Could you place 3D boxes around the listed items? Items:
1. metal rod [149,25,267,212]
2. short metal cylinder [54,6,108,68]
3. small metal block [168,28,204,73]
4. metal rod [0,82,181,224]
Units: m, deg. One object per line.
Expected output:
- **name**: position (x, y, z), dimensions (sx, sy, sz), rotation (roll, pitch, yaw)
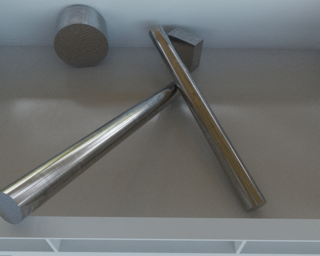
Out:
- **metal rod**: position (0.049, -0.032, 0.409), dimensions (0.025, 0.025, 0.299), rotation (-17, 59, -14)
- **short metal cylinder**: position (-0.123, -0.142, 0.487), dimensions (0.081, 0.080, 0.050), rotation (-7, 51, -6)
- **small metal block**: position (0.038, -0.124, 0.492), dimensions (0.050, 0.050, 0.025), rotation (30, 52, 22)
- **metal rod**: position (-0.039, -0.002, 0.329), dimensions (0.025, 0.025, 0.301), rotation (21, 29, 16)
